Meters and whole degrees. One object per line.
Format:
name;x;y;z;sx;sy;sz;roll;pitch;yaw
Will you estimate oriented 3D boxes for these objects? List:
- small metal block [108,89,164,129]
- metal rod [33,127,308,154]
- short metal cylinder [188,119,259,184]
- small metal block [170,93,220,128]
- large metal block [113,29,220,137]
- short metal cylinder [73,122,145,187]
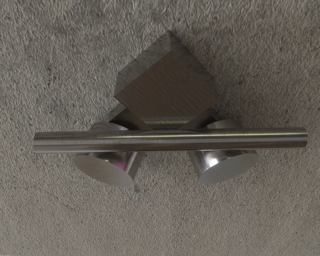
small metal block;-0.030;-0.014;0.397;0.050;0.025;0.050;-36;122;25
metal rod;0.011;0.014;0.353;0.302;0.025;0.025;-1;130;0
short metal cylinder;0.079;0.032;0.402;0.081;0.050;0.080;-15;150;-9
small metal block;0.043;-0.012;0.398;0.050;0.025;0.050;-36;122;26
large metal block;0.007;-0.047;0.350;0.080;0.050;0.080;-35;122;25
short metal cylinder;-0.064;0.036;0.403;0.080;0.050;0.080;15;149;10
